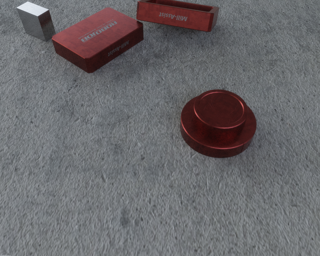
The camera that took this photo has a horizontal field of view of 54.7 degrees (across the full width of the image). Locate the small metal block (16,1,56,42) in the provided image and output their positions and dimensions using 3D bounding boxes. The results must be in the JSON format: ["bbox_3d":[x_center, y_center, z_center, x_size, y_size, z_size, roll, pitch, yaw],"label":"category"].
[{"bbox_3d":[-0.214,-0.185,0.540,0.050,0.050,0.025,26,55,20],"label":"small metal block"}]

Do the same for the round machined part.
[{"bbox_3d":[0.077,-0.013,0.404,0.099,0.042,0.098,0,50,0],"label":"round machined part"}]

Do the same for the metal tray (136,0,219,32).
[{"bbox_3d":[0.034,-0.205,0.552,0.131,0.030,0.090,13,30,10],"label":"metal tray"}]

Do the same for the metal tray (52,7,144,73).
[{"bbox_3d":[-0.102,-0.153,0.528,0.090,0.030,0.131,33,57,24],"label":"metal tray"}]
